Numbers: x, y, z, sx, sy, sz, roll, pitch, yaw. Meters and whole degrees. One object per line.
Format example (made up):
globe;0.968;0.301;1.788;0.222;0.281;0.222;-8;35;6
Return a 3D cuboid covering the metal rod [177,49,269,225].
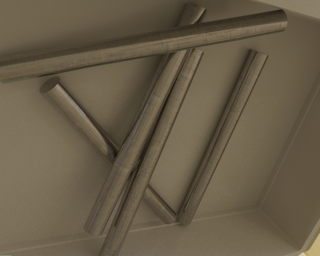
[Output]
metal rod;0.089;0.027;0.476;0.025;0.025;0.298;6;115;-32

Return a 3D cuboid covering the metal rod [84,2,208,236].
metal rod;-0.021;-0.003;0.372;0.025;0.025;0.298;19;101;-36

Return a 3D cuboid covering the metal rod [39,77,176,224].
metal rod;-0.049;0.051;0.414;0.025;0.025;0.299;-37;130;-4

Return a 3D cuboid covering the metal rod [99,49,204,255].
metal rod;-0.015;0.040;0.400;0.025;0.025;0.298;16;102;-35

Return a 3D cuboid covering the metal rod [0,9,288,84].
metal rod;-0.007;-0.088;0.322;0.302;0.025;0.025;-13;125;-11
